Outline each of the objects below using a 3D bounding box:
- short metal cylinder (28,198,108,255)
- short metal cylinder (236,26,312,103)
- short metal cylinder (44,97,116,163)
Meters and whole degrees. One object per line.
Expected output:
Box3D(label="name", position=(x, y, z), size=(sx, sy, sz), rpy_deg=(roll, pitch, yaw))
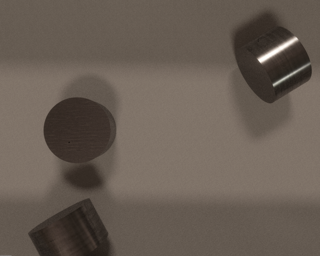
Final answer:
Box3D(label="short metal cylinder", position=(-0.112, 0.130, 0.383), size=(0.080, 0.080, 0.050), rpy_deg=(-28, 90, 0))
Box3D(label="short metal cylinder", position=(0.139, -0.078, 0.386), size=(0.050, 0.080, 0.080), rpy_deg=(-32, 90, 0))
Box3D(label="short metal cylinder", position=(-0.100, 0.003, 0.398), size=(0.081, 0.050, 0.079), rpy_deg=(0, 90, -1))
